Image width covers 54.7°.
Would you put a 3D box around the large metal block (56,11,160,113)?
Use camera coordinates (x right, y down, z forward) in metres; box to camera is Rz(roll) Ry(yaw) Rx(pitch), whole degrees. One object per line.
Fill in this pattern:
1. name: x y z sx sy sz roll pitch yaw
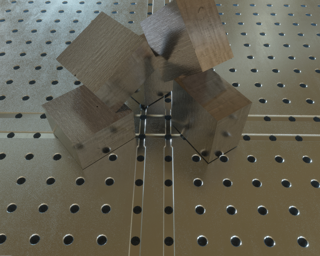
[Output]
1. large metal block: -0.062 -0.079 0.372 0.080 0.050 0.080 40 86 28

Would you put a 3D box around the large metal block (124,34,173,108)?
1. large metal block: -0.008 -0.089 0.445 0.080 0.080 0.050 -34 58 -26

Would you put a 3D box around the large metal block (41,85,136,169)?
1. large metal block: -0.089 -0.008 0.396 0.081 0.050 0.080 -32 57 -25

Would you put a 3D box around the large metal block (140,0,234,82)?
1. large metal block: 0.030 -0.106 0.369 0.050 0.080 0.080 -29 13 -28

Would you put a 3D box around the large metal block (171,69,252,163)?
1. large metal block: 0.059 -0.018 0.386 0.050 0.080 0.080 -27 56 -21
